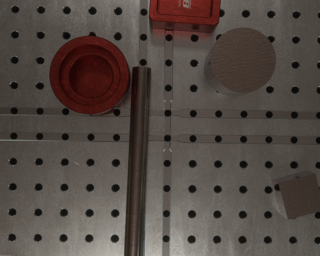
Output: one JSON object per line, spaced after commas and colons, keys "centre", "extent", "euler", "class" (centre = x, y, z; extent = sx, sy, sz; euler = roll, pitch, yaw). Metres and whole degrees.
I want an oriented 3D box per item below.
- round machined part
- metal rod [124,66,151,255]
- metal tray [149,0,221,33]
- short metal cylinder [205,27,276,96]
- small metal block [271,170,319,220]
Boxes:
{"centre": [-0.087, -0.066, 0.404], "extent": [0.099, 0.042, 0.097], "euler": [0, 90, -1], "class": "round machined part"}
{"centre": [-0.031, 0.069, 0.413], "extent": [0.025, 0.025, 0.298], "euler": [3, 90, -1], "class": "metal rod"}
{"centre": [0.035, -0.199, 0.411], "extent": [0.091, 0.030, 0.129], "euler": [4, 90, -1], "class": "metal tray"}
{"centre": [0.101, -0.083, 0.402], "extent": [0.081, 0.050, 0.079], "euler": [0, 90, -1], "class": "short metal cylinder"}
{"centre": [0.185, 0.089, 0.416], "extent": [0.050, 0.025, 0.050], "euler": [-15, 90, -1], "class": "small metal block"}
